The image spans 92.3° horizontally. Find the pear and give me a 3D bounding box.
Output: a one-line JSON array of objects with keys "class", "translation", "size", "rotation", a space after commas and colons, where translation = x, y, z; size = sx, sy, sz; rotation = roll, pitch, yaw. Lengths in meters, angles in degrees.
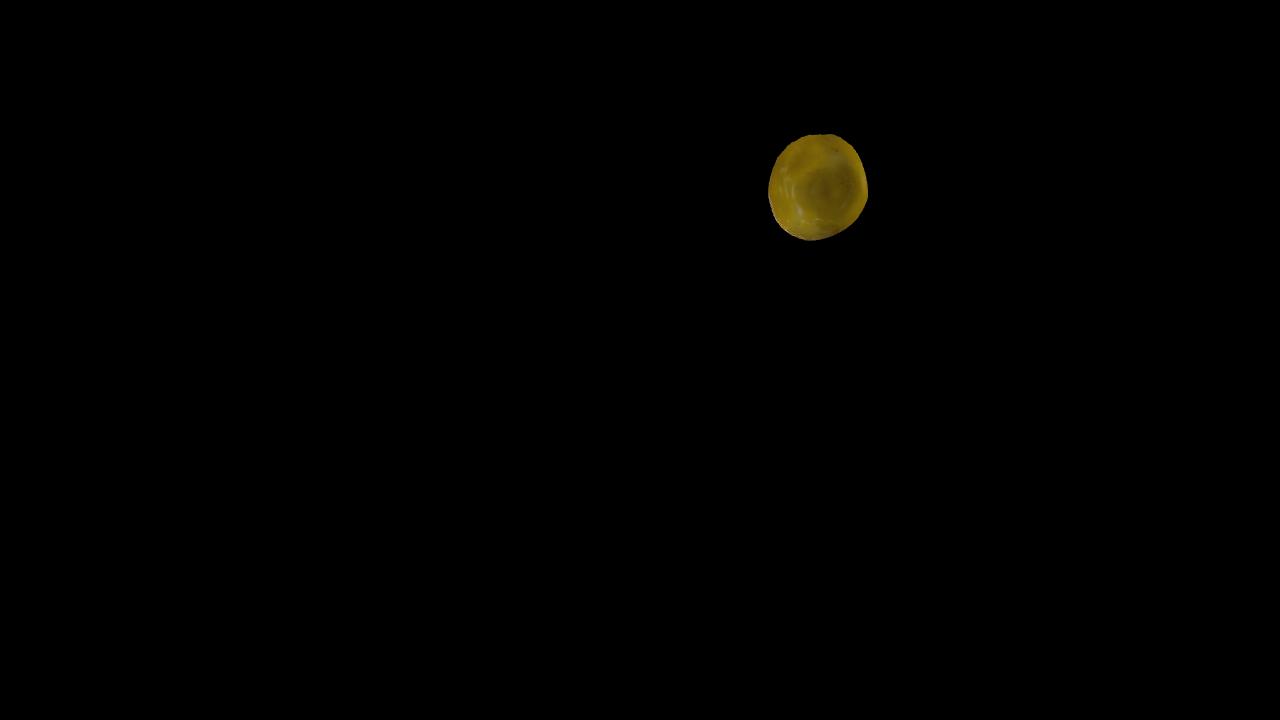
[{"class": "pear", "translation": [0.139, -0.140, 0.502], "size": [0.080, 0.080, 0.111], "rotation": [0, 15, 4]}]
